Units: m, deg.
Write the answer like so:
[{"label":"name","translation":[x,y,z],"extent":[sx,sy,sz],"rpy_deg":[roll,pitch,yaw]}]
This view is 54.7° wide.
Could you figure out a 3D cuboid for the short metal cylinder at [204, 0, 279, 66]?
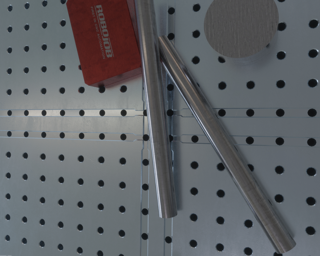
[{"label":"short metal cylinder","translation":[0.097,-0.117,0.365],"extent":[0.080,0.050,0.079],"rpy_deg":[0,90,20]}]

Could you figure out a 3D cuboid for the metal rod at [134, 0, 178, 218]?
[{"label":"metal rod","translation":[-0.006,-0.033,0.397],"extent":[0.025,0.025,0.298],"rpy_deg":[-5,95,20]}]

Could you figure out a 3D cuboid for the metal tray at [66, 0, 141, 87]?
[{"label":"metal tray","translation":[-0.074,-0.132,0.436],"extent":[0.090,0.030,0.129],"rpy_deg":[-16,85,19]}]

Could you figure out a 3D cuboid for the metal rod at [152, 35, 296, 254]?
[{"label":"metal rod","translation":[0.073,0.012,0.386],"extent":[0.025,0.025,0.299],"rpy_deg":[-33,79,17]}]
